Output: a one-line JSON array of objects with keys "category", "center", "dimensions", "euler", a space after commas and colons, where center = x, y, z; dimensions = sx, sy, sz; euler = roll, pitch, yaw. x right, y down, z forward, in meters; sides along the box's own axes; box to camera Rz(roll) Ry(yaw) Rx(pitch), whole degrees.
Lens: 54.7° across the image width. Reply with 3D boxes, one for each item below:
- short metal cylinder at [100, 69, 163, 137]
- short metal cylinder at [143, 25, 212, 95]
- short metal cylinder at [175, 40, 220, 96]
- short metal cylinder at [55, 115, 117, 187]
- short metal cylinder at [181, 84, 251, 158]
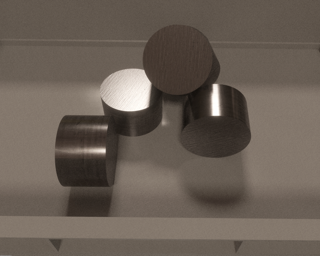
[{"category": "short metal cylinder", "center": [-0.037, -0.035, 0.418], "dimensions": [0.081, 0.050, 0.080], "euler": [0, 50, 0]}, {"category": "short metal cylinder", "center": [0.024, -0.085, 0.380], "dimensions": [0.080, 0.079, 0.050], "euler": [9, 19, 7]}, {"category": "short metal cylinder", "center": [0.041, -0.093, 0.448], "dimensions": [0.081, 0.080, 0.050], "euler": [-7, 50, -7]}, {"category": "short metal cylinder", "center": [-0.079, 0.025, 0.347], "dimensions": [0.050, 0.080, 0.080], "euler": [0, 50, 0]}, {"category": "short metal cylinder", "center": [0.067, -0.007, 0.376], "dimensions": [0.080, 0.080, 0.050], "euler": [4, 51, 3]}]
